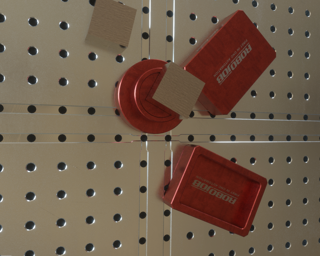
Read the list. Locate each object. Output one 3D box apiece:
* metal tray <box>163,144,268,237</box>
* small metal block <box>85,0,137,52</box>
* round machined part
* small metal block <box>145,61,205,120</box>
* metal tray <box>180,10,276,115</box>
[{"bbox_3d":[0.081,0.089,0.439,0.131,0.030,0.090,26,81,-18],"label":"metal tray"},{"bbox_3d":[-0.062,-0.130,0.390,0.050,0.025,0.050,15,85,-20],"label":"small metal block"},{"bbox_3d":[-0.005,-0.041,0.401,0.099,0.042,0.097,0,90,-20],"label":"round machined part"},{"bbox_3d":[0.019,-0.044,0.375,0.050,0.025,0.050,30,80,-18],"label":"small metal block"},{"bbox_3d":[0.097,-0.093,0.445,0.090,0.030,0.130,46,76,-15],"label":"metal tray"}]
